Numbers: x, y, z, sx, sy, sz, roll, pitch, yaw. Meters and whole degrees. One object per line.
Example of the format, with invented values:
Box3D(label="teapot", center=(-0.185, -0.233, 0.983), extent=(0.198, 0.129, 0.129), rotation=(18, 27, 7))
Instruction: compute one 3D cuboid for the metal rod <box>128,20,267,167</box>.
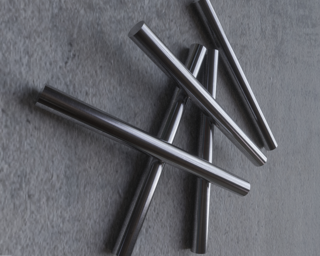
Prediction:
Box3D(label="metal rod", center=(0.069, -0.030, 0.430), extent=(0.301, 0.025, 0.025), rotation=(41, 65, -33))

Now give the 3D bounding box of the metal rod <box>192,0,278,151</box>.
Box3D(label="metal rod", center=(0.134, -0.078, 0.519), extent=(0.025, 0.025, 0.299), rotation=(-49, 119, -29))

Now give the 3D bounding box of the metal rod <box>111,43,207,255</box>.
Box3D(label="metal rod", center=(0.005, 0.018, 0.410), extent=(0.025, 0.025, 0.299), rotation=(33, 69, -35))

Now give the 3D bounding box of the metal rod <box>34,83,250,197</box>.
Box3D(label="metal rod", center=(0.000, 0.026, 0.376), extent=(0.301, 0.025, 0.025), rotation=(27, 73, -27))

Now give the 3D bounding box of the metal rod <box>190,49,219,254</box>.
Box3D(label="metal rod", center=(0.067, 0.032, 0.463), extent=(0.025, 0.025, 0.298), rotation=(6, 86, -40))
